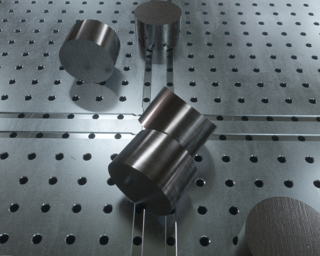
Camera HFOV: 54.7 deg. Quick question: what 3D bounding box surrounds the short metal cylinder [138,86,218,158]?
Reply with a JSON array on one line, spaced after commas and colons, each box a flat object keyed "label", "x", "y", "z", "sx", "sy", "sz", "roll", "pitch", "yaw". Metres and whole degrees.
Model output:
[{"label": "short metal cylinder", "x": 0.021, "y": -0.006, "z": 0.368, "sx": 0.080, "sy": 0.080, "sz": 0.050, "roll": 41, "pitch": 97, "yaw": 29}]

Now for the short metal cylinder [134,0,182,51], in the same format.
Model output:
[{"label": "short metal cylinder", "x": -0.003, "y": -0.180, "z": 0.542, "sx": 0.081, "sy": 0.050, "sz": 0.080, "roll": 0, "pitch": 50, "yaw": 0}]

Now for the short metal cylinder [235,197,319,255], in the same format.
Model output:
[{"label": "short metal cylinder", "x": 0.117, "y": 0.114, "z": 0.296, "sx": 0.081, "sy": 0.050, "sz": 0.080, "roll": 0, "pitch": 50, "yaw": 0}]

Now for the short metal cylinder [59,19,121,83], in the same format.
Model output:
[{"label": "short metal cylinder", "x": -0.104, "y": -0.114, "z": 0.467, "sx": 0.080, "sy": 0.080, "sz": 0.050, "roll": 5, "pitch": 50, "yaw": 4}]

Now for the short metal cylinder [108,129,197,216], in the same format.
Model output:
[{"label": "short metal cylinder", "x": -0.008, "y": 0.048, "z": 0.332, "sx": 0.080, "sy": 0.080, "sz": 0.050, "roll": 27, "pitch": 55, "yaw": 21}]
